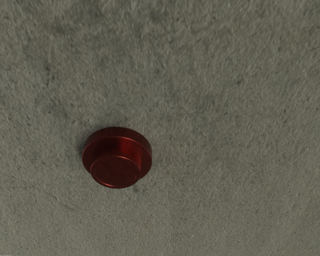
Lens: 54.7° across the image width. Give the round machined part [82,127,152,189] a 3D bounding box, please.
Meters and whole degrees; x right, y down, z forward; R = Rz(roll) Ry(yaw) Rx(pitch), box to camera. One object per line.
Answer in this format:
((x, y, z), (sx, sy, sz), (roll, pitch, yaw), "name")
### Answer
((-0.061, 0.049, 0.437), (0.099, 0.042, 0.097), (-1, 130, 0), "round machined part")
